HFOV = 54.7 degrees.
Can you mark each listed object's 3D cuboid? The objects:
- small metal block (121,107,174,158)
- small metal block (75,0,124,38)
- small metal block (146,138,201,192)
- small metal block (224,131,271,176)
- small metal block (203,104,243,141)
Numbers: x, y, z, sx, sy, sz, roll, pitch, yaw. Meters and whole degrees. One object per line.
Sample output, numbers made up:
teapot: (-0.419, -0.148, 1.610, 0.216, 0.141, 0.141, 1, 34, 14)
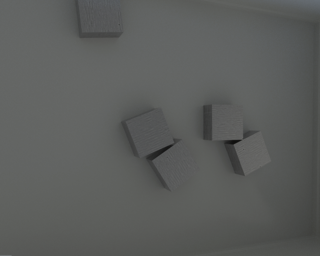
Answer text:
small metal block: (-0.016, 0.006, 0.406, 0.050, 0.025, 0.050, -23, 98, -19)
small metal block: (-0.075, -0.140, 0.383, 0.050, 0.025, 0.050, -7, 93, -20)
small metal block: (0.018, 0.049, 0.418, 0.050, 0.025, 0.050, -34, 102, -17)
small metal block: (0.131, 0.037, 0.461, 0.050, 0.025, 0.050, -24, 98, -19)
small metal block: (0.091, -0.008, 0.446, 0.050, 0.025, 0.050, -1, 90, -21)
